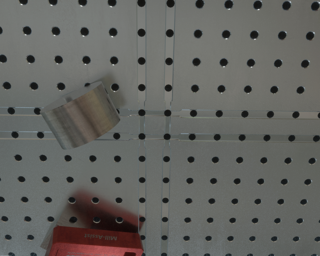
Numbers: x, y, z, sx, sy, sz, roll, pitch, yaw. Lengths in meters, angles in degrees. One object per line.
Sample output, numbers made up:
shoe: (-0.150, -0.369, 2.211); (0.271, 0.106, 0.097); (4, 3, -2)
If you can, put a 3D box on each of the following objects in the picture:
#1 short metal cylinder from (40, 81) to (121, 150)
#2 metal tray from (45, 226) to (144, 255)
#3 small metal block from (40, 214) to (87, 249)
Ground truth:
short metal cylinder: (-0.095, -0.017, 0.377); (0.080, 0.080, 0.050); (-22, 109, 8)
metal tray: (-0.101, 0.194, 0.460); (0.131, 0.030, 0.089); (13, 114, -22)
small metal block: (-0.145, 0.168, 0.473); (0.050, 0.025, 0.050); (34, 106, -12)
